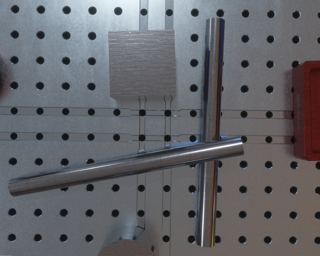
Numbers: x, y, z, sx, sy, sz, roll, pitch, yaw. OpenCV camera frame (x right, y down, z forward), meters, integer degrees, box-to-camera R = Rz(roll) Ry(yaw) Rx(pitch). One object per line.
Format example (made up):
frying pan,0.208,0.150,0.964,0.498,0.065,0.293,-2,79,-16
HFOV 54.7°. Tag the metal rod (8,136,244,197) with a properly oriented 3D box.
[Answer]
metal rod,-0.046,0.050,0.398,0.302,0.025,0.025,-11,90,5

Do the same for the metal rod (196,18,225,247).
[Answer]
metal rod,0.068,0.006,0.414,0.025,0.025,0.298,3,90,-1

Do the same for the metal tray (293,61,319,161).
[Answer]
metal tray,0.230,-0.023,0.413,0.091,0.030,0.129,-1,90,-1

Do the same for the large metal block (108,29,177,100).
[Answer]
large metal block,-0.022,-0.079,0.401,0.081,0.050,0.079,-2,90,-1

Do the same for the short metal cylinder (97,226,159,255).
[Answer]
short metal cylinder,-0.041,0.175,0.401,0.081,0.050,0.079,0,90,-1
